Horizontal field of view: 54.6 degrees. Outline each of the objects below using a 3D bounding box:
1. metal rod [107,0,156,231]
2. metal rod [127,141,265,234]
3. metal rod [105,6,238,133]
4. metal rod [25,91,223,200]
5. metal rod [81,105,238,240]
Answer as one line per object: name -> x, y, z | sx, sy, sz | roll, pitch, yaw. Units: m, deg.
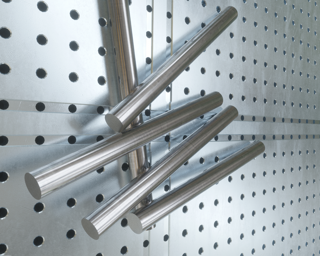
metal rod -> -0.035, -0.022, 0.378 | 0.025, 0.025, 0.298 | -11, 97, -39
metal rod -> 0.074, 0.071, 0.450 | 0.302, 0.025, 0.025 | -19, 103, -44
metal rod -> 0.033, -0.095, 0.415 | 0.301, 0.025, 0.025 | -48, 119, -36
metal rod -> -0.010, 0.002, 0.366 | 0.302, 0.025, 0.025 | -26, 107, -45
metal rod -> 0.024, 0.036, 0.403 | 0.302, 0.025, 0.025 | -34, 111, -43
